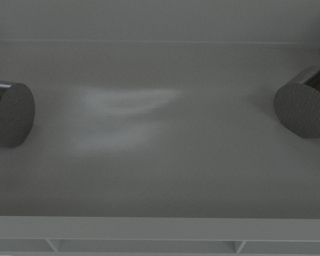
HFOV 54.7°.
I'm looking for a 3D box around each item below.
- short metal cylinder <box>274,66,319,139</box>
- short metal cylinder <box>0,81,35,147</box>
[{"bbox_3d":[0.197,-0.033,0.400,0.050,0.080,0.080,-35,59,-26],"label":"short metal cylinder"},{"bbox_3d":[-0.200,-0.019,0.383,0.050,0.080,0.080,8,51,6],"label":"short metal cylinder"}]
